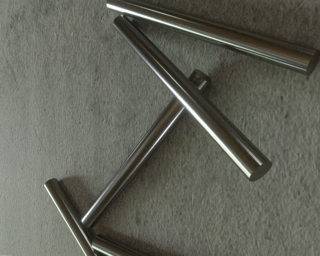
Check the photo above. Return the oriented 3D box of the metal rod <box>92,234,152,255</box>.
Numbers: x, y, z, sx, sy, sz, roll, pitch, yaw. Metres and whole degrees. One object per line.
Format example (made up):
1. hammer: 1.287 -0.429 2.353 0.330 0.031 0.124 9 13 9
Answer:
1. metal rod: 0.020 0.187 0.386 0.300 0.025 0.025 5 93 39

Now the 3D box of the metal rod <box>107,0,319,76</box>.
1. metal rod: 0.037 -0.123 0.372 0.300 0.025 0.025 31 109 35

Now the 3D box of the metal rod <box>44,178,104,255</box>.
1. metal rod: -0.108 0.194 0.491 0.300 0.025 0.025 46 117 30

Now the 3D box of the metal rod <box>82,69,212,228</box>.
1. metal rod: -0.031 0.044 0.428 0.298 0.025 0.025 -52 60 27

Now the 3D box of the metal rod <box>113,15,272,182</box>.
1. metal rod: 0.015 -0.057 0.359 0.025 0.025 0.300 -57 48 24
